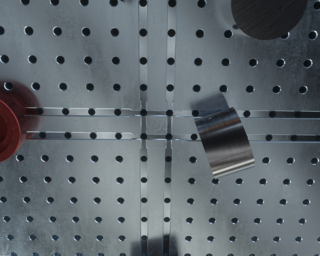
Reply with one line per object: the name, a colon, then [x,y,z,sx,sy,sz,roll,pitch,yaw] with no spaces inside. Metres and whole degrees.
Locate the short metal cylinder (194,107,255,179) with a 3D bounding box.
short metal cylinder: [0.081,0.019,0.392,0.050,0.080,0.080,-19,109,7]

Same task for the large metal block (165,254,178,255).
large metal block: [-0.002,0.257,0.495,0.080,0.050,0.079,-11,110,4]

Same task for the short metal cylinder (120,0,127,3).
short metal cylinder: [-0.058,-0.175,0.319,0.080,0.080,0.050,31,107,-11]

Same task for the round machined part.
round machined part: [-0.221,-0.006,0.400,0.099,0.042,0.097,0,110,0]

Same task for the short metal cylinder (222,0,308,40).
short metal cylinder: [0.115,-0.142,0.349,0.081,0.050,0.079,0,110,0]
